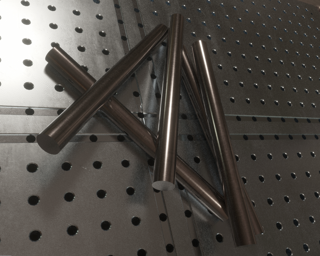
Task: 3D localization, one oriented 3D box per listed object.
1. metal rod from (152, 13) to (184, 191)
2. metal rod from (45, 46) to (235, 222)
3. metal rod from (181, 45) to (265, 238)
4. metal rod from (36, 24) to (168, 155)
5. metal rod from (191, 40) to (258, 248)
[{"bbox_3d":[0.016,-0.058,0.424,0.025,0.025,0.300,19,52,-18],"label":"metal rod"},{"bbox_3d":[-0.025,0.007,0.391,0.300,0.025,0.025,42,51,1],"label":"metal rod"},{"bbox_3d":[0.075,0.004,0.448,0.025,0.025,0.299,-5,64,-31],"label":"metal rod"},{"bbox_3d":[-0.050,-0.072,0.398,0.025,0.025,0.301,36,43,-4],"label":"metal rod"},{"bbox_3d":[0.079,0.002,0.418,0.025,0.025,0.299,7,59,-25],"label":"metal rod"}]
